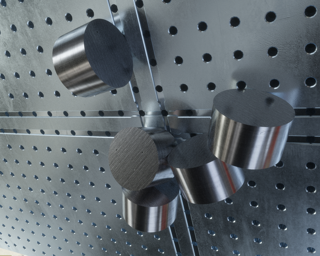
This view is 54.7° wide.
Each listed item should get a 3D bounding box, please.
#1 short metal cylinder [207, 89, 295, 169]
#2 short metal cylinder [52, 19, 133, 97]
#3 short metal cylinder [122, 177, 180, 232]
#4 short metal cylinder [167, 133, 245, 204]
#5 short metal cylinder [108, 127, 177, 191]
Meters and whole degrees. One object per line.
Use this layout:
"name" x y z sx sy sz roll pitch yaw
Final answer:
"short metal cylinder" 0.093 -0.002 0.325 0.080 0.080 0.050 16 125 19
"short metal cylinder" -0.077 -0.080 0.365 0.050 0.080 0.080 -12 113 33
"short metal cylinder" -0.014 0.100 0.444 0.080 0.080 0.050 16 125 19
"short metal cylinder" 0.056 0.046 0.374 0.080 0.080 0.050 -10 113 32
"short metal cylinder" -0.021 0.038 0.407 0.080 0.050 0.079 0 90 34
